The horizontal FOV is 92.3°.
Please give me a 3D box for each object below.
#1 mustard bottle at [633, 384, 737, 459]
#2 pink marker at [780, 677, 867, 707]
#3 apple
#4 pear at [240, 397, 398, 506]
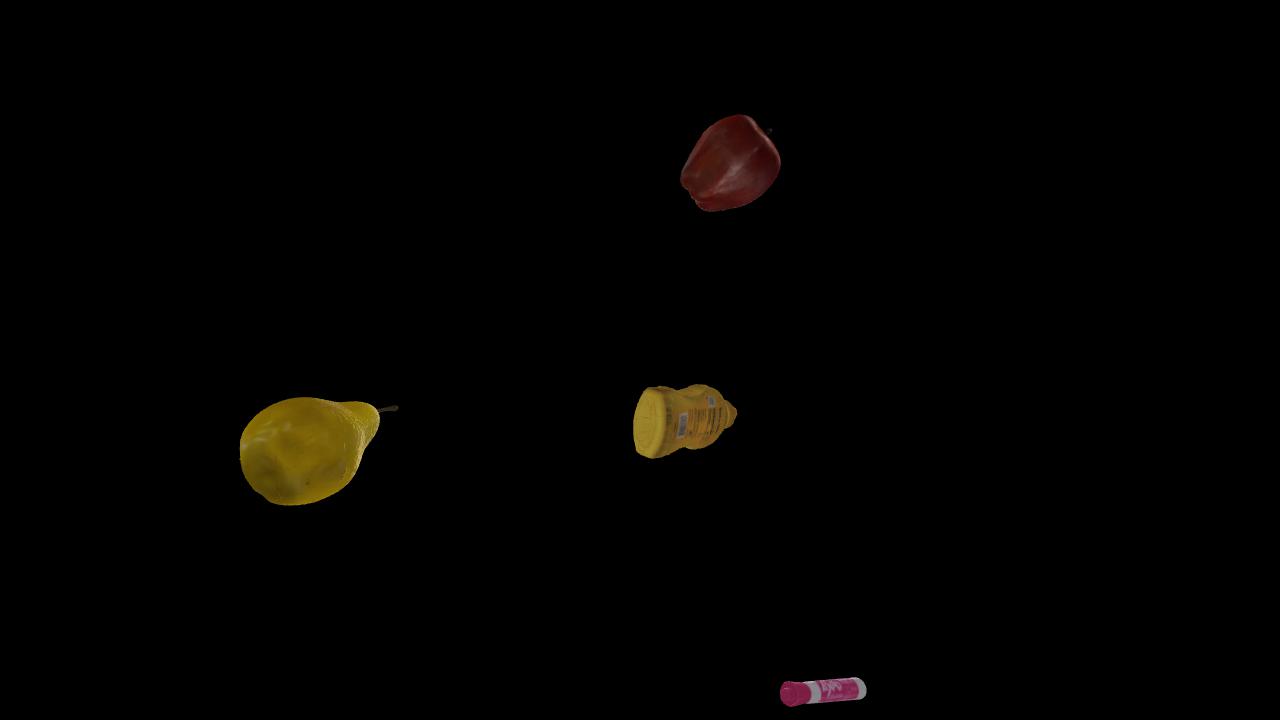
[{"bbox_3d":[0.073,0.078,0.832,0.054,0.092,0.184,8,7,44],"label":"mustard bottle"},{"bbox_3d":[0.163,0.294,0.546,0.121,0.020,0.020,22,-14,-39],"label":"pink marker"},{"bbox_3d":[0.085,-0.181,0.569,0.093,0.079,0.079,-36,-12,17],"label":"apple"},{"bbox_3d":[-0.228,0.054,0.448,0.080,0.080,0.111,0,21,15],"label":"pear"}]
